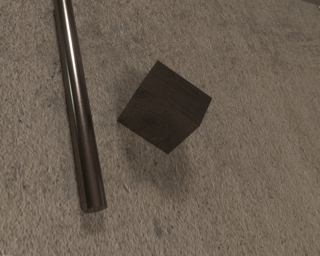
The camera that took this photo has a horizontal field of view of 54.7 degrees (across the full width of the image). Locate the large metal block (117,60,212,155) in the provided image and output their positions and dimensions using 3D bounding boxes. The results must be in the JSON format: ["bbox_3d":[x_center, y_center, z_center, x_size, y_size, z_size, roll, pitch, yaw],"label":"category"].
[{"bbox_3d":[0.004,-0.023,0.386,0.080,0.080,0.050,34,51,-6],"label":"large metal block"}]

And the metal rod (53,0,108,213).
[{"bbox_3d":[-0.102,-0.048,0.378,0.025,0.025,0.299,-1,62,-29],"label":"metal rod"}]
